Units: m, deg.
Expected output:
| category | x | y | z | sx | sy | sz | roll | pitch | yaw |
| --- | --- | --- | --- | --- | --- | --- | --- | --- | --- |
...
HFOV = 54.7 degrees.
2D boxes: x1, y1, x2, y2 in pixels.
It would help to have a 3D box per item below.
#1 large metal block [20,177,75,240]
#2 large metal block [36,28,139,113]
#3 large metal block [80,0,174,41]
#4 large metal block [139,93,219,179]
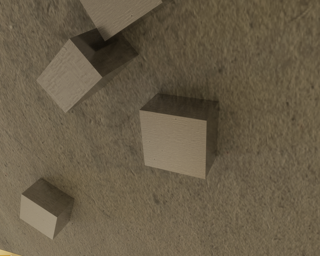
| category | x | y | z | sx | sy | sz | roll | pitch | yaw |
| --- | --- | --- | --- | --- | --- | --- | --- | --- | --- |
| large metal block | -0.219 | 0.156 | 0.600 | 0.080 | 0.050 | 0.079 | 30 | 128 | 8 |
| large metal block | -0.085 | -0.073 | 0.369 | 0.080 | 0.080 | 0.050 | -33 | 100 | 38 |
| large metal block | -0.038 | -0.149 | 0.317 | 0.080 | 0.050 | 0.080 | -21 | 108 | 35 |
| large metal block | 0.025 | 0.008 | 0.381 | 0.080 | 0.050 | 0.079 | 10 | 123 | 22 |
